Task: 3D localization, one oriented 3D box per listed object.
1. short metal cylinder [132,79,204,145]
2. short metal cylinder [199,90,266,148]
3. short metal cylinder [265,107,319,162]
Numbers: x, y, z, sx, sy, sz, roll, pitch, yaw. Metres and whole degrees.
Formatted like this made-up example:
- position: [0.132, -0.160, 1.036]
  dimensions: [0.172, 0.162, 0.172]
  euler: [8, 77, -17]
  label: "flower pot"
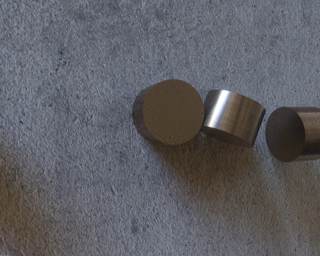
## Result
- position: [0.009, -0.020, 0.399]
  dimensions: [0.081, 0.050, 0.080]
  euler: [0, 90, -20]
  label: "short metal cylinder"
- position: [0.093, -0.011, 0.414]
  dimensions: [0.080, 0.080, 0.050]
  euler: [24, 82, -19]
  label: "short metal cylinder"
- position: [0.201, 0.009, 0.454]
  dimensions: [0.050, 0.080, 0.080]
  euler: [-2, 91, -20]
  label: "short metal cylinder"
